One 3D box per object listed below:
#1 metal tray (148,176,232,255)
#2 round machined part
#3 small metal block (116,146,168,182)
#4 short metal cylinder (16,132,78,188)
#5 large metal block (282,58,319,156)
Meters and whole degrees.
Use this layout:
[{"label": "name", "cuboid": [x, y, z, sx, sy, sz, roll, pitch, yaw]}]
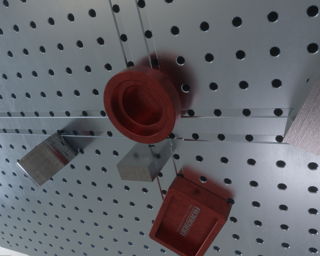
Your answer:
[{"label": "metal tray", "cuboid": [0.042, 0.144, 0.474, 0.090, 0.030, 0.129, 27, 128, 11]}, {"label": "round machined part", "cuboid": [-0.018, -0.032, 0.390, 0.098, 0.042, 0.097, 13, 124, 21]}, {"label": "small metal block", "cuboid": [-0.025, 0.050, 0.439, 0.050, 0.050, 0.025, -1, 118, 28]}, {"label": "short metal cylinder", "cuboid": [-0.182, 0.051, 0.503, 0.080, 0.080, 0.050, -34, 100, 38]}, {"label": "large metal block", "cuboid": [0.175, -0.014, 0.294, 0.080, 0.050, 0.079, 24, 127, 13]}]
